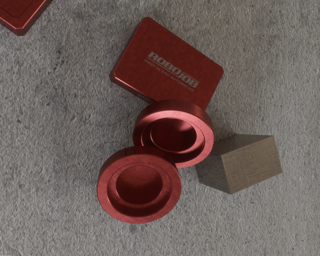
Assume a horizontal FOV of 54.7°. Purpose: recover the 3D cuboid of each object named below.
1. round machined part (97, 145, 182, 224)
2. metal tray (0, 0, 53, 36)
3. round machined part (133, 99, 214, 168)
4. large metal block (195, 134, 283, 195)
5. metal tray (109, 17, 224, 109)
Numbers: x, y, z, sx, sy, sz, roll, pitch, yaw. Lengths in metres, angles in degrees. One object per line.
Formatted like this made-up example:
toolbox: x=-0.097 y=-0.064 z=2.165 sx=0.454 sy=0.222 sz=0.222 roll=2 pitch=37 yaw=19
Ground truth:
round machined part: x=-0.026 y=0.064 z=0.378 sx=0.099 sy=0.042 sz=0.097 roll=-3 pitch=113 yaw=-6
metal tray: x=-0.183 y=-0.177 z=0.338 sx=0.130 sy=0.030 sz=0.090 roll=36 pitch=78 yaw=-17
round machined part: x=0.018 y=0.003 z=0.389 sx=0.098 sy=0.097 sz=0.042 roll=30 pitch=38 yaw=-18
large metal block: x=0.101 y=0.044 z=0.419 sx=0.081 sy=0.080 sz=0.050 roll=-17 pitch=96 yaw=-20
metal tray: x=0.011 y=-0.072 z=0.411 sx=0.131 sy=0.030 sz=0.090 roll=30 pitch=80 yaw=-18
